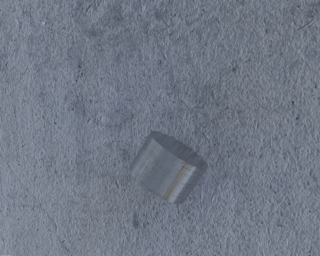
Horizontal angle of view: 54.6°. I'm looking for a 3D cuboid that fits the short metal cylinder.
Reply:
[{"bbox_3d":[0.010,0.046,0.376,0.080,0.080,0.050,35,101,16],"label":"short metal cylinder"}]
